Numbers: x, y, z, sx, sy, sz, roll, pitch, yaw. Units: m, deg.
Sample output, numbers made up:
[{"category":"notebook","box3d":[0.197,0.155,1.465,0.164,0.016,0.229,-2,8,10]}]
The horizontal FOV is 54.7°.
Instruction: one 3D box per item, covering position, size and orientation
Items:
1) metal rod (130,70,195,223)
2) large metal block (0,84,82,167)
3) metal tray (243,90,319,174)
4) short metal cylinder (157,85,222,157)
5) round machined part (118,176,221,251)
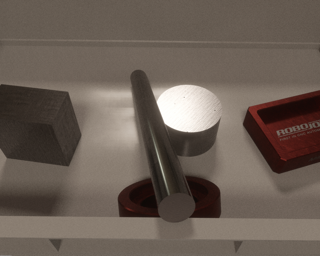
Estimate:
[{"category":"metal rod","box3d":[-0.011,-0.012,0.338,0.025,0.025,0.300,-7,27,-6]},{"category":"large metal block","box3d":[-0.148,-0.002,0.369,0.080,0.080,0.050,7,51,5]},{"category":"metal tray","box3d":[0.188,0.000,0.403,0.131,0.030,0.090,-13,51,-12]},{"category":"short metal cylinder","box3d":[0.036,-0.010,0.398,0.081,0.050,0.080,0,50,0]},{"category":"round machined part","box3d":[0.010,0.083,0.304,0.099,0.042,0.098,-4,9,1]}]
